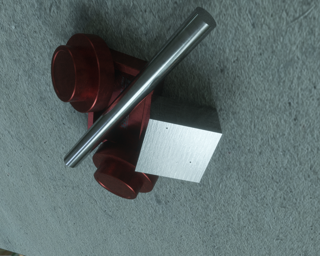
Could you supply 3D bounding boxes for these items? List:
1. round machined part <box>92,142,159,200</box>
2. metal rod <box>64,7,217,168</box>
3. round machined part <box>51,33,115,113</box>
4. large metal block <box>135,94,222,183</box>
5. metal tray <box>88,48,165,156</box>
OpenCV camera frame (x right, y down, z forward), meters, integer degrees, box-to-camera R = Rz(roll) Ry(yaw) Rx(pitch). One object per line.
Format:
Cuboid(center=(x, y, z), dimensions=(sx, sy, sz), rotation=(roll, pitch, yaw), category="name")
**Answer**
Cuboid(center=(-0.055, 0.067, 0.445), dimensions=(0.098, 0.042, 0.098), rotation=(20, 148, 14), category="round machined part")
Cuboid(center=(-0.046, -0.026, 0.378), dimensions=(0.025, 0.025, 0.299), rotation=(46, 129, -4), category="metal rod")
Cuboid(center=(-0.101, -0.067, 0.383), dimensions=(0.098, 0.042, 0.097), rotation=(12, 106, 47), category="round machined part")
Cuboid(center=(0.019, 0.014, 0.372), dimensions=(0.081, 0.050, 0.079), rotation=(12, 127, -8), category="large metal block")
Cuboid(center=(-0.049, -0.030, 0.412), dimensions=(0.090, 0.030, 0.129), rotation=(22, 127, 14), category="metal tray")
